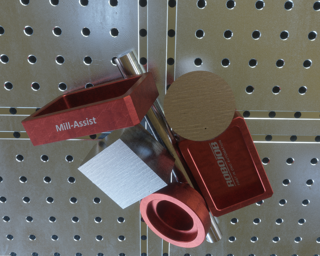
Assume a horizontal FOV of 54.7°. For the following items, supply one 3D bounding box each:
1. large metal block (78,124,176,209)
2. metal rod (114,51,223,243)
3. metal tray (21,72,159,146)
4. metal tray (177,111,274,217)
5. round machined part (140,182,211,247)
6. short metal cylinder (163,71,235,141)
[{"bbox_3d":[-0.041,0.045,0.393,0.080,0.050,0.080,-34,108,30],"label":"large metal block"},{"bbox_3d":[0.019,0.038,0.423,0.025,0.025,0.299,-24,109,8],"label":"metal rod"},{"bbox_3d":[-0.075,-0.023,0.350,0.130,0.090,0.030,-11,112,19],"label":"metal tray"},{"bbox_3d":[0.090,0.051,0.427,0.090,0.030,0.129,-24,109,8],"label":"metal tray"},{"bbox_3d":[0.025,0.114,0.427,0.098,0.042,0.097,17,129,23],"label":"round machined part"},{"bbox_3d":[0.048,-0.024,0.372,0.080,0.050,0.080,-1,86,11],"label":"short metal cylinder"}]
